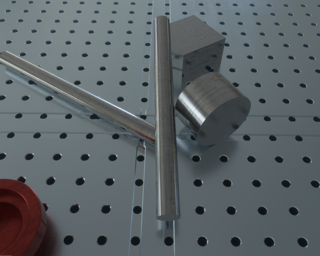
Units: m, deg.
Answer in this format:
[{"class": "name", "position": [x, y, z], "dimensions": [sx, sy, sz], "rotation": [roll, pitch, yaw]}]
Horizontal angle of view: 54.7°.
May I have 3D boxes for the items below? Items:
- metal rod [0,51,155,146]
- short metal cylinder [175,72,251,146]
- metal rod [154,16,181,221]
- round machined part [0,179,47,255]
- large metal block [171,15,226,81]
[{"class": "metal rod", "position": [-0.122, -0.048, 0.446], "dimensions": [0.301, 0.025, 0.025], "rotation": [27, 55, 20]}, {"class": "short metal cylinder", "position": [0.066, -0.023, 0.393], "dimensions": [0.081, 0.080, 0.050], "rotation": [-24, 54, -19]}, {"class": "metal rod", "position": [0.006, -0.035, 0.397], "dimensions": [0.025, 0.025, 0.299], "rotation": [-1, 58, -1]}, {"class": "round machined part", "position": [-0.163, 0.103, 0.308], "dimensions": [0.099, 0.042, 0.098], "rotation": [0, 50, 0]}, {"class": "large metal block", "position": [0.046, -0.132, 0.503], "dimensions": [0.081, 0.050, 0.080], "rotation": [-27, 55, -21]}]
